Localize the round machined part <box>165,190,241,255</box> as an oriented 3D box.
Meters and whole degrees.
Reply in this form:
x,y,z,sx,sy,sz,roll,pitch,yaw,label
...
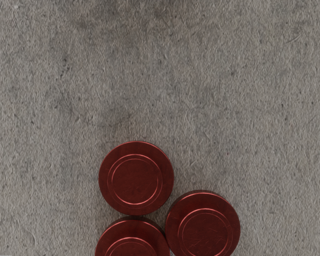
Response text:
x,y,z,sx,sy,sz,roll,pitch,yaw,label
0.056,0.133,0.402,0.099,0.042,0.097,0,90,-1,round machined part

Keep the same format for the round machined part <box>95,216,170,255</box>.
x,y,z,sx,sy,sz,roll,pitch,yaw,label
-0.036,0.168,0.401,0.099,0.042,0.097,0,90,0,round machined part

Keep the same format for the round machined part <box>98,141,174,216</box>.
x,y,z,sx,sy,sz,roll,pitch,yaw,label
-0.031,0.066,0.401,0.099,0.042,0.097,0,90,0,round machined part
